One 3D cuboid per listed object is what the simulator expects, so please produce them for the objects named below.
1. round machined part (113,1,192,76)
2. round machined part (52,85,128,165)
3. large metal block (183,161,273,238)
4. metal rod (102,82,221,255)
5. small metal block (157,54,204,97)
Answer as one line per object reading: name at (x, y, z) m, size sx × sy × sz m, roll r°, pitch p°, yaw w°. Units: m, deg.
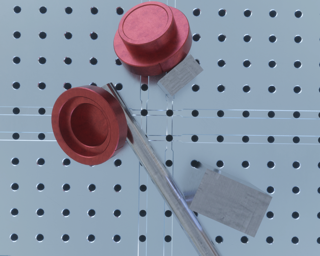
round machined part at (-0.012, -0.116, 0.383) m, size 0.098 × 0.042 × 0.098 m, roll -7°, pitch 63°, yaw 13°
round machined part at (-0.084, -0.006, 0.391) m, size 0.098 × 0.042 × 0.097 m, roll 6°, pitch 107°, yaw 22°
large metal block at (0.079, 0.084, 0.386) m, size 0.080 × 0.080 × 0.050 m, roll 24°, pitch 90°, yaw 0°
metal rod at (0.005, 0.073, 0.413) m, size 0.025 × 0.025 × 0.299 m, roll -32°, pitch 90°, yaw 0°
small metal block at (0.024, -0.066, 0.400) m, size 0.050 × 0.050 × 0.025 m, roll -40°, pitch 95°, yaw 0°
